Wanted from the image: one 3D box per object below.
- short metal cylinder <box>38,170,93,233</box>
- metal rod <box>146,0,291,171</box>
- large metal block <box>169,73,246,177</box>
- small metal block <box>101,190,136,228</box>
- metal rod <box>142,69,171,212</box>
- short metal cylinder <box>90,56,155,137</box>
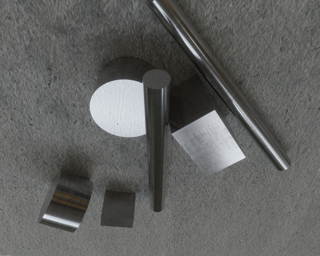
[{"bbox_3d":[-0.141,0.109,0.463,0.050,0.080,0.080,25,126,-20],"label":"short metal cylinder"},{"bbox_3d":[0.088,-0.038,0.375,0.025,0.025,0.300,-31,124,23],"label":"metal rod"},{"bbox_3d":[0.050,-0.004,0.365,0.050,0.080,0.080,-30,125,14],"label":"large metal block"},{"bbox_3d":[-0.067,0.131,0.502,0.050,0.050,0.025,6,130,-6],"label":"small metal block"},{"bbox_3d":[-0.004,0.043,0.396,0.025,0.025,0.299,0,145,0],"label":"metal rod"},{"bbox_3d":[-0.037,-0.035,0.360,0.081,0.050,0.079,0,130,0],"label":"short metal cylinder"}]
